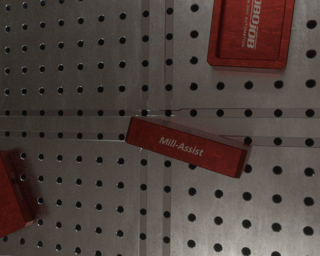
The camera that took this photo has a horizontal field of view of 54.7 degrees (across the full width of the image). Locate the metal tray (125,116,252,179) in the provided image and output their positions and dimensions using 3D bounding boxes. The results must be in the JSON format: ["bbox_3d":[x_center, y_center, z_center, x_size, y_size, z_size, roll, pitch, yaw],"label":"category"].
[{"bbox_3d":[0.037,0.019,0.364,0.130,0.090,0.030,17,96,19],"label":"metal tray"}]

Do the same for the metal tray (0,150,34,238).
[{"bbox_3d":[-0.267,0.109,0.486,0.090,0.030,0.129,-24,82,-3],"label":"metal tray"}]

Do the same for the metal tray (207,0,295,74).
[{"bbox_3d":[0.110,-0.134,0.370,0.090,0.030,0.129,7,92,19],"label":"metal tray"}]
